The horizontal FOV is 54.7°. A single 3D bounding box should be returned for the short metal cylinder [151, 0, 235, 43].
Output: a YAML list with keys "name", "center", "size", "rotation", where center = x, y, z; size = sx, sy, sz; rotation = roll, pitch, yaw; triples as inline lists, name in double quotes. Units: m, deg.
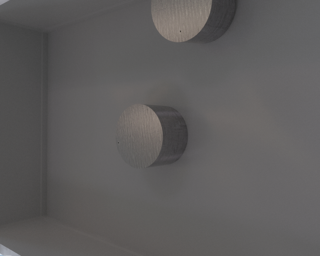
- name: "short metal cylinder"
  center: [0.037, -0.138, 0.352]
  size: [0.080, 0.050, 0.079]
  rotation: [10, 107, 38]

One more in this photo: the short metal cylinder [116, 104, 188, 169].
- name: "short metal cylinder"
  center: [-0.011, 0.010, 0.400]
  size: [0.080, 0.050, 0.080]
  rotation: [0, 90, 40]
